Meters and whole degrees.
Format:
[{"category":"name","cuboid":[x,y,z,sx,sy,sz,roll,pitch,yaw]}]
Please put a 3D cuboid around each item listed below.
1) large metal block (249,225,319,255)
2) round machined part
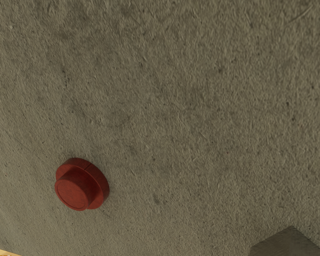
[{"category":"large metal block","cuboid":[0.158,0.188,0.404,0.050,0.080,0.080,40,129,1]},{"category":"round machined part","cuboid":[-0.140,0.103,0.530,0.098,0.042,0.097,13,124,20]}]
